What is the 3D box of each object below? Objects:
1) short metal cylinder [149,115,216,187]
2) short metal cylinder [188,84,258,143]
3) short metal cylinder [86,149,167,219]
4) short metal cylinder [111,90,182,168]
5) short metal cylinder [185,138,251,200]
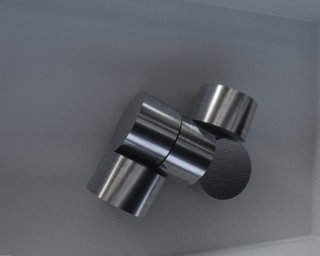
[{"bbox_3d":[0.025,0.027,0.391,0.050,0.080,0.080,28,81,-18],"label":"short metal cylinder"},{"bbox_3d":[0.082,-0.018,0.411,0.080,0.080,0.050,24,82,-19],"label":"short metal cylinder"},{"bbox_3d":[-0.039,0.065,0.366,0.080,0.080,0.050,31,80,-18],"label":"short metal cylinder"},{"bbox_3d":[-0.018,0.002,0.374,0.050,0.080,0.080,27,81,-18],"label":"short metal cylinder"},{"bbox_3d":[0.076,0.053,0.425,0.081,0.050,0.079,0,90,-21],"label":"short metal cylinder"}]
